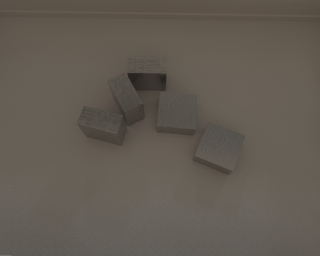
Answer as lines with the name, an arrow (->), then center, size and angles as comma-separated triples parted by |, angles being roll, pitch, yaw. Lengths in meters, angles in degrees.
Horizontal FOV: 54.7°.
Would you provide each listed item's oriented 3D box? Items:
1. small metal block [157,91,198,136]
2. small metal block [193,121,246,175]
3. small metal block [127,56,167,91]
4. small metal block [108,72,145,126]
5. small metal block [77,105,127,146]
small metal block -> 0.023, -0.019, 0.417 | 0.050, 0.025, 0.050 | 5, 70, 1
small metal block -> 0.076, 0.026, 0.401 | 0.050, 0.025, 0.050 | 22, 71, 7
small metal block -> -0.017, -0.073, 0.423 | 0.050, 0.050, 0.025 | 1, 70, 0
small metal block -> -0.044, -0.037, 0.409 | 0.025, 0.050, 0.050 | -26, 73, -9
small metal block -> -0.072, -0.002, 0.396 | 0.050, 0.050, 0.025 | 14, 71, 5
